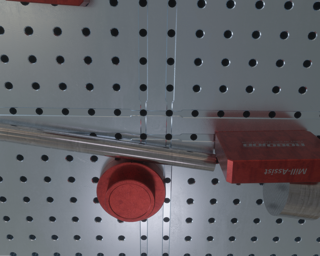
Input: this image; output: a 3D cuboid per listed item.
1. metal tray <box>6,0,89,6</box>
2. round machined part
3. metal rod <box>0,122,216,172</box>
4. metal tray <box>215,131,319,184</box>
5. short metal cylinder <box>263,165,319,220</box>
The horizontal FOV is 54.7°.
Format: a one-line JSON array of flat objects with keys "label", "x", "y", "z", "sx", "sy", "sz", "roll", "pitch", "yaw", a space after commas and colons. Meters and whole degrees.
[{"label": "metal tray", "x": -0.126, "y": -0.203, "z": 0.334, "sx": 0.091, "sy": 0.030, "sz": 0.129, "roll": 4, "pitch": 110, "yaw": -2}, {"label": "round machined part", "x": -0.041, "y": 0.093, "z": 0.438, "sx": 0.099, "sy": 0.042, "sz": 0.097, "roll": 0, "pitch": 110, "yaw": 0}, {"label": "metal rod", "x": -0.074, "y": 0.026, "z": 0.422, "sx": 0.302, "sy": 0.025, "sz": 0.025, "roll": 9, "pitch": 110, "yaw": -4}, {"label": "metal tray", "x": 0.142, "y": 0.034, "z": 0.392, "sx": 0.131, "sy": 0.090, "sz": 0.030, "roll": -1, "pitch": 110, "yaw": 0}, {"label": "short metal cylinder", "x": 0.179, "y": 0.080, "z": 0.415, "sx": 0.050, "sy": 0.080, "sz": 0.079, "roll": 8, "pitch": 110, "yaw": -3}]
